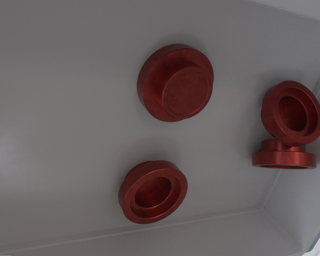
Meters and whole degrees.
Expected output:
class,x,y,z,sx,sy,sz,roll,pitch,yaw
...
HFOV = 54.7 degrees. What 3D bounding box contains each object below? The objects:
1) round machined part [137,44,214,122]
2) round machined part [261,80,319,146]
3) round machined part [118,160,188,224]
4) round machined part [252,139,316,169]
class,x,y,z,sx,sy,sz,roll,pitch,yaw
round machined part,0.025,-0.049,0.380,0.099,0.042,0.097,-14,124,-21
round machined part,0.194,-0.019,0.469,0.099,0.042,0.098,7,71,-21
round machined part,-0.013,0.086,0.444,0.099,0.042,0.097,-14,124,-21
round machined part,0.203,0.043,0.512,0.099,0.098,0.042,11,78,-33
